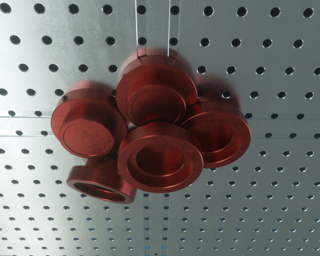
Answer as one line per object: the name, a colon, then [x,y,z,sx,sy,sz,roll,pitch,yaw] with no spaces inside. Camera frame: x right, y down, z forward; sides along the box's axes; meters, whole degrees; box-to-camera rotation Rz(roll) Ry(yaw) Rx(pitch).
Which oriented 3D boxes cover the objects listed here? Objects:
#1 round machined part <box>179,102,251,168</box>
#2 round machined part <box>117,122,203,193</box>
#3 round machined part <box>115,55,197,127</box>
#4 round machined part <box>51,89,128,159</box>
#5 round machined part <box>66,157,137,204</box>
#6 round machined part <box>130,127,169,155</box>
round machined part: [0.064,0.005,0.404,0.099,0.042,0.097,0,130,0]
round machined part: [0.000,0.031,0.370,0.099,0.042,0.097,0,130,0]
round machined part: [-0.004,-0.034,0.372,0.099,0.042,0.097,0,130,0]
round machined part: [-0.091,0.002,0.401,0.099,0.042,0.097,0,130,0]
round machined part: [-0.079,0.073,0.444,0.098,0.042,0.098,12,154,6]
round machined part: [-0.004,0.041,0.435,0.099,0.042,0.097,0,130,0]
